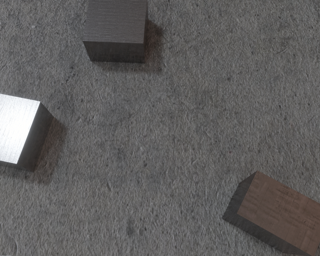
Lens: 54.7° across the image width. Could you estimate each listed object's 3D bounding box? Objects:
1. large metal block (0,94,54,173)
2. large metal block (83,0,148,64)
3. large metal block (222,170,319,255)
[{"bbox_3d":[-0.194,0.005,0.392,0.080,0.050,0.080,11,70,4],"label":"large metal block"},{"bbox_3d":[-0.060,-0.142,0.446,0.080,0.050,0.080,3,70,1],"label":"large metal block"},{"bbox_3d":[0.123,0.096,0.344,0.080,0.080,0.050,28,73,10],"label":"large metal block"}]
